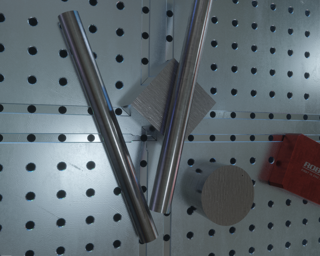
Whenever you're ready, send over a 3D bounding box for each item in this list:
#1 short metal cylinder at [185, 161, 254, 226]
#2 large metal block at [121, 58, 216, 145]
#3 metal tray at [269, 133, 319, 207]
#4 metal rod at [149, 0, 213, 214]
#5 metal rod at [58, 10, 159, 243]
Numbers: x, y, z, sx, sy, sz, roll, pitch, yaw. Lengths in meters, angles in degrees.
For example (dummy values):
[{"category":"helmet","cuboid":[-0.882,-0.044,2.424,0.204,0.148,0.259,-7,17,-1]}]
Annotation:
[{"category":"short metal cylinder","cuboid":[0.082,0.088,0.430,0.081,0.050,0.079,0,90,-20]},{"category":"large metal block","cuboid":[0.011,-0.030,0.403,0.080,0.050,0.080,44,76,-15]},{"category":"metal tray","cuboid":[0.248,0.073,0.502,0.131,0.030,0.090,25,82,-19]},{"category":"metal rod","cuboid":[0.030,-0.050,0.370,0.025,0.025,0.298,14,85,-20]},{"category":"metal rod","cuboid":[-0.062,0.004,0.389,0.025,0.025,0.298,-21,97,-19]}]
